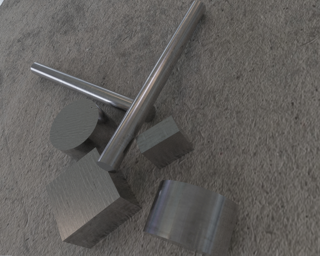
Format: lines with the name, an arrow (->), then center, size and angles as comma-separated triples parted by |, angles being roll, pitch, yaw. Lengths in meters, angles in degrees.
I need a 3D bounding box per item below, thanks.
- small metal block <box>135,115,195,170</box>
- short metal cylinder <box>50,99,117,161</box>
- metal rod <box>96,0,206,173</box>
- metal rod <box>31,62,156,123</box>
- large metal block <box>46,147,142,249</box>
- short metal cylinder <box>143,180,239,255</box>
small metal block -> 0.007, 0.019, 0.373 | 0.050, 0.050, 0.025 | -31, 52, 8
short metal cylinder -> -0.107, 0.006, 0.441 | 0.080, 0.050, 0.080 | -13, 56, 21
metal rod -> 0.000, -0.073, 0.418 | 0.025, 0.025, 0.300 | 8, 56, 31
metal rod -> -0.126, -0.067, 0.510 | 0.300, 0.025, 0.025 | 23, 74, 36
large metal block -> -0.082, 0.085, 0.379 | 0.080, 0.050, 0.080 | -38, 51, 2
short metal cylinder -> 0.030, 0.089, 0.298 | 0.080, 0.080, 0.050 | 7, 66, 31
